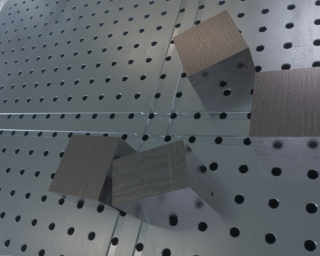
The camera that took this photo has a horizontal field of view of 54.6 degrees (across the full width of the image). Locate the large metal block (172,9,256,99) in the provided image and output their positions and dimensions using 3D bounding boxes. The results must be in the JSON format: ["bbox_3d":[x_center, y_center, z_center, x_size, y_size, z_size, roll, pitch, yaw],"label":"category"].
[{"bbox_3d":[0.071,-0.098,0.416,0.080,0.050,0.080,-24,53,13],"label":"large metal block"}]

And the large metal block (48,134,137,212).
[{"bbox_3d":[-0.084,0.057,0.403,0.080,0.050,0.080,2,63,29],"label":"large metal block"}]

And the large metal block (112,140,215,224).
[{"bbox_3d":[0.005,0.062,0.333,0.080,0.080,0.050,-17,55,18],"label":"large metal block"}]

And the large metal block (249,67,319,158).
[{"bbox_3d":[0.143,-0.015,0.327,0.080,0.050,0.080,-1,61,28],"label":"large metal block"}]
